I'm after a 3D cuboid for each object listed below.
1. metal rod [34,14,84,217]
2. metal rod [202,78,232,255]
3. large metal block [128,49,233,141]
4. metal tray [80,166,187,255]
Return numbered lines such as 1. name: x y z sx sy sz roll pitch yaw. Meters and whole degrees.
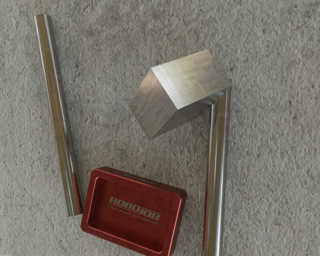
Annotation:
1. metal rod: -0.150 -0.021 0.460 0.025 0.025 0.298 -12 86 19
2. metal rod: 0.068 0.089 0.384 0.025 0.025 0.298 3 91 19
3. large metal block: 0.020 -0.037 0.354 0.050 0.081 0.080 58 148 10
4. metal tray: -0.037 0.112 0.418 0.130 0.030 0.089 14 94 19
